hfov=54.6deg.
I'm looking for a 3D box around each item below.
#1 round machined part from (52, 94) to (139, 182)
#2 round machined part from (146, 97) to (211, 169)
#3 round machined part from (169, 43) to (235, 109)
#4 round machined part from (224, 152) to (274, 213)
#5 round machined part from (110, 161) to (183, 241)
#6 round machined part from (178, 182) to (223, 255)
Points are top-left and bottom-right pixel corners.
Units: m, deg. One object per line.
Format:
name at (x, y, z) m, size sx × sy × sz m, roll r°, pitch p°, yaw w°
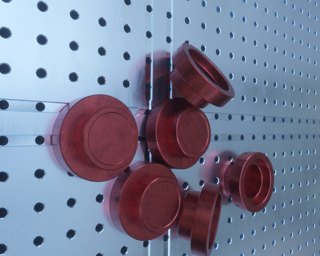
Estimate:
round machined part at (-0.063, 0.011, 0.344) m, size 0.099 × 0.042 × 0.097 m, roll 0°, pitch 90°, yaw -40°
round machined part at (0.032, 0.007, 0.418) m, size 0.099 × 0.042 × 0.098 m, roll 5°, pitch 83°, yaw -42°
round machined part at (0.052, -0.065, 0.419) m, size 0.098 × 0.042 × 0.098 m, roll 35°, pitch 28°, yaw -22°
round machined part at (0.146, 0.088, 0.519) m, size 0.099 × 0.042 × 0.097 m, roll 0°, pitch 90°, yaw -40°
round machined part at (-0.009, 0.092, 0.389) m, size 0.099 × 0.042 × 0.097 m, roll 0°, pitch 91°, yaw -40°
round machined part at (0.055, 0.122, 0.425) m, size 0.098 × 0.042 × 0.098 m, roll 8°, pitch 91°, yaw -71°
